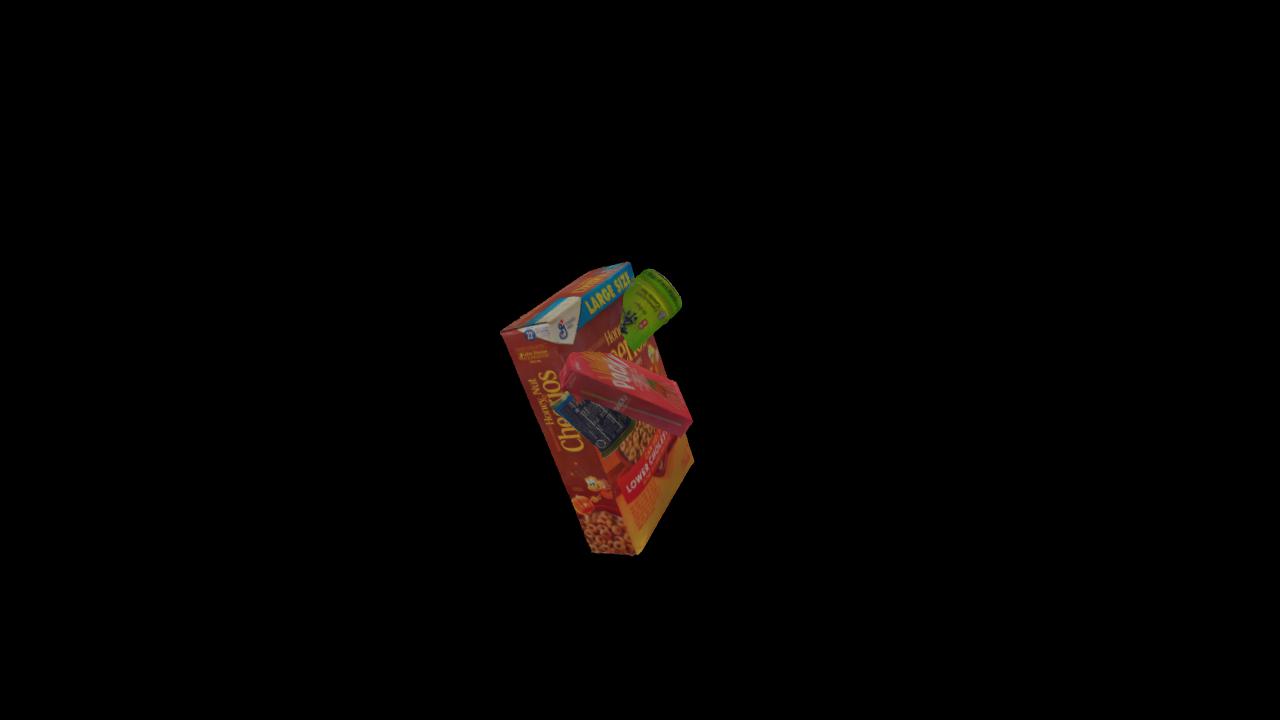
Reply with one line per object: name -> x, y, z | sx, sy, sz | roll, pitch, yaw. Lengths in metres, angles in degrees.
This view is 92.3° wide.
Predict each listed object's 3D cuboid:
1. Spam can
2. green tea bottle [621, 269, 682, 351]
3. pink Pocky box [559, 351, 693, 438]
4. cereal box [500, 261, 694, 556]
Spam can -> -0.061, 0.058, 0.704 | 0.085, 0.058, 0.101 | 45, -11, -14
green tea bottle -> -0.041, -0.020, 0.758 | 0.073, 0.212, 0.073 | 42, -11, 10
pink Pocky box -> -0.018, 0.028, 0.681 | 0.155, 0.029, 0.084 | 24, 22, -23
cereal box -> -0.035, 0.055, 0.763 | 0.081, 0.306, 0.203 | -7, 22, 29
